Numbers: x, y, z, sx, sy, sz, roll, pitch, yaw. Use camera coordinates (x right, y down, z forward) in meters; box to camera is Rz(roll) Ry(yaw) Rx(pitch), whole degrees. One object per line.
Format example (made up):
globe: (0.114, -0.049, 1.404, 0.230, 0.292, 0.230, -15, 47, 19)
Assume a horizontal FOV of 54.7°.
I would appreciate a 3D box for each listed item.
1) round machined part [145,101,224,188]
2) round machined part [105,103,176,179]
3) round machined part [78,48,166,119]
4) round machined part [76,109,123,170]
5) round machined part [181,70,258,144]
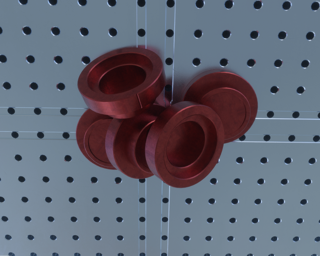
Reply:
round machined part: (0.024, 0.016, 0.359, 0.099, 0.042, 0.097, -12, 112, -31)
round machined part: (-0.014, 0.018, 0.385, 0.099, 0.042, 0.097, -12, 110, -36)
round machined part: (-0.041, -0.049, 0.361, 0.099, 0.098, 0.042, -12, 135, 4)
round machined part: (-0.062, 0.012, 0.408, 0.099, 0.042, 0.097, 0, 110, -1)
round machined part: (0.077, -0.023, 0.397, 0.099, 0.042, 0.097, 0, 110, -1)
